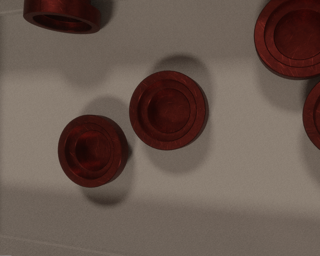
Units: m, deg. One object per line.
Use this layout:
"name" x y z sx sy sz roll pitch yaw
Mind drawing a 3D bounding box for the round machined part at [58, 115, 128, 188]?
"round machined part" -0.088 0.031 0.431 0.098 0.042 0.097 0 90 19

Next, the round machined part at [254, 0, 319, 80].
"round machined part" 0.157 -0.102 0.346 0.098 0.042 0.097 0 90 19

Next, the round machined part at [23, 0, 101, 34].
"round machined part" -0.129 -0.161 0.416 0.098 0.098 0.042 6 92 19

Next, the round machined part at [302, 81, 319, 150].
"round machined part" 0.205 -0.012 0.320 0.098 0.042 0.097 -7 78 35

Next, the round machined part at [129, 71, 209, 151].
"round machined part" 0.014 -0.021 0.396 0.098 0.042 0.097 0 90 19
